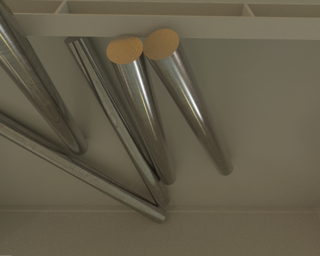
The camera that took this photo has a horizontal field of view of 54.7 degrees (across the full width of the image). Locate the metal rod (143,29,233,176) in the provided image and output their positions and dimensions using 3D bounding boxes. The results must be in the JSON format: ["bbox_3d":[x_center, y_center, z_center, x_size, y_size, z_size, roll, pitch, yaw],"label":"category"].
[{"bbox_3d":[0.049,0.002,0.333,0.025,0.025,0.300,-16,153,13],"label":"metal rod"}]

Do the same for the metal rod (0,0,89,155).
[{"bbox_3d":[-0.104,-0.023,0.293,0.025,0.025,0.299,3,161,-2],"label":"metal rod"}]

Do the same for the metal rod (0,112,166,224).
[{"bbox_3d":[-0.109,0.066,0.453,0.301,0.025,0.025,36,121,-24],"label":"metal rod"}]

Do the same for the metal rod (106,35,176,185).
[{"bbox_3d":[-0.005,0.011,0.342,0.025,0.025,0.299,-6,154,5],"label":"metal rod"}]

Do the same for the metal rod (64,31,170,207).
[{"bbox_3d":[-0.042,0.012,0.418,0.025,0.025,0.299,-14,129,12],"label":"metal rod"}]
